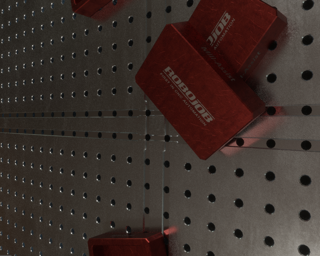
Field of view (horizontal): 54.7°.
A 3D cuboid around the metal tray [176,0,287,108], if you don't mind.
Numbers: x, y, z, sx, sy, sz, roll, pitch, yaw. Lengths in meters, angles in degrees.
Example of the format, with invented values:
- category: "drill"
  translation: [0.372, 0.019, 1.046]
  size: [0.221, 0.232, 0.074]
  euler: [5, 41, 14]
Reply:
- category: "metal tray"
  translation: [0.065, -0.089, 0.352]
  size: [0.090, 0.030, 0.129]
  euler: [47, 118, 29]

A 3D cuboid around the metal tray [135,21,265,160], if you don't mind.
- category: "metal tray"
  translation: [0.038, -0.040, 0.340]
  size: [0.130, 0.030, 0.089]
  euler: [51, 135, 12]

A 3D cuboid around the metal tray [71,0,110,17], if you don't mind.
- category: "metal tray"
  translation: [-0.111, -0.258, 0.494]
  size: [0.090, 0.030, 0.129]
  euler: [-19, 78, 38]

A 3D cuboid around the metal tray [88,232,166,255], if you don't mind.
- category: "metal tray"
  translation: [-0.046, 0.199, 0.441]
  size: [0.130, 0.030, 0.090]
  euler: [-17, 80, 38]
